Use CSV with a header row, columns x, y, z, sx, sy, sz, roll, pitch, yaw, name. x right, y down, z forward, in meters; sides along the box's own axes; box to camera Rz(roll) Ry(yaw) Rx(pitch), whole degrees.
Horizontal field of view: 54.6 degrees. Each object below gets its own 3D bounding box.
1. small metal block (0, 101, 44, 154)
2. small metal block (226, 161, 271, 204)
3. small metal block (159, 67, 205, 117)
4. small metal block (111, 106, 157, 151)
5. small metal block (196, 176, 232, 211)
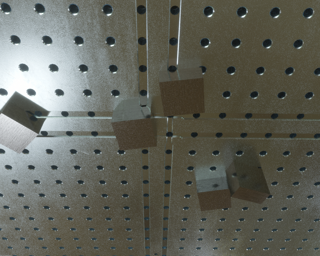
x,y,z,sx,sy,sz,roll,pitch,yaw,name
-0.193,0.001,0.410,0.050,0.025,0.050,36,121,-27,small metal block
0.131,0.081,0.465,0.050,0.050,0.025,16,128,-13,small metal block
0.027,-0.043,0.375,0.050,0.025,0.050,-5,130,4,small metal block
-0.033,0.001,0.412,0.050,0.025,0.050,-7,130,5,small metal block
0.088,0.107,0.503,0.050,0.025,0.050,-9,130,7,small metal block
